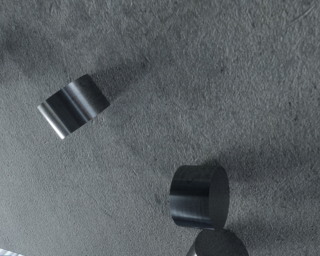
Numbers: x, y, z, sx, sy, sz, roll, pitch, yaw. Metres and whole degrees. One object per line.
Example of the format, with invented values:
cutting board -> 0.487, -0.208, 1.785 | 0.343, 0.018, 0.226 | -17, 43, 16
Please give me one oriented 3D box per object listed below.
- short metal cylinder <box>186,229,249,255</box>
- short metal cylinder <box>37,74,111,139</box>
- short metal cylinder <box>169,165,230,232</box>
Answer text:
short metal cylinder -> 0.081, 0.192, 0.447 | 0.080, 0.080, 0.050 | 27, 128, 11
short metal cylinder -> -0.114, -0.029, 0.414 | 0.080, 0.080, 0.050 | -27, 104, 37
short metal cylinder -> 0.053, 0.088, 0.398 | 0.050, 0.080, 0.080 | -2, 118, 29
